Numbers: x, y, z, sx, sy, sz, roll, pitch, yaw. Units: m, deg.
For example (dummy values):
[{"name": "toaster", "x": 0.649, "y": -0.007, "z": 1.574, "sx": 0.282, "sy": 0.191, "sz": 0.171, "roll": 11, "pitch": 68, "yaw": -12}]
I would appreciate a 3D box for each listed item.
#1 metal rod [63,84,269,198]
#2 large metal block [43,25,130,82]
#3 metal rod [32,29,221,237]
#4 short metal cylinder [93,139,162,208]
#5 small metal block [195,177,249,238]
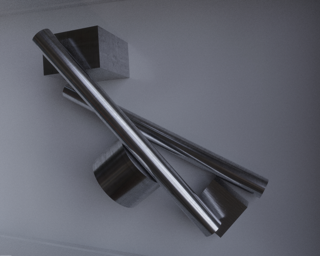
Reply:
[{"name": "metal rod", "x": -0.005, "y": 0.008, "z": 0.410, "sx": 0.301, "sy": 0.025, "sz": 0.025, "roll": 26, "pitch": 99, "yaw": 17}, {"name": "large metal block", "x": -0.096, "y": -0.093, "z": 0.413, "sx": 0.080, "sy": 0.080, "sz": 0.050, "roll": -4, "pitch": 89, "yaw": 19}, {"name": "metal rod", "x": -0.038, "y": 0.005, "z": 0.360, "sx": 0.025, "sy": 0.025, "sz": 0.300, "roll": -42, "pitch": 90, "yaw": 15}, {"name": "short metal cylinder", "x": -0.037, "y": 0.052, "z": 0.391, "sx": 0.050, "sy": 0.080, "sz": 0.080, "roll": -42, "pitch": 77, "yaw": 15}, {"name": "small metal block", "x": 0.073, "y": 0.096, "z": 0.383, "sx": 0.050, "sy": 0.025, "sz": 0.050, "roll": 40, "pitch": 102, "yaw": 15}]
